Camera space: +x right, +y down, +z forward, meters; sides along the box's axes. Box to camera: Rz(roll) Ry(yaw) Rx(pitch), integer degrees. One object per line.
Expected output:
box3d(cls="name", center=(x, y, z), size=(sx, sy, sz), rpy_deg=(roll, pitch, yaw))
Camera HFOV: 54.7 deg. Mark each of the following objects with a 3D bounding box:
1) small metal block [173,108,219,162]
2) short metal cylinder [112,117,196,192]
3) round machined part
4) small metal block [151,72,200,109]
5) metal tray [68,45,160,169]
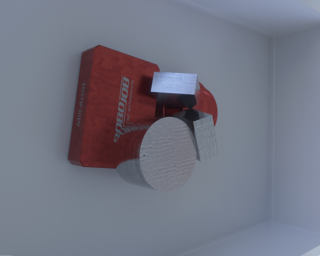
box3d(cls="small metal block", center=(0.043, 0.007, 0.375), size=(0.025, 0.050, 0.050), rpy_deg=(-19, 110, -20))
box3d(cls="short metal cylinder", center=(-0.005, 0.028, 0.347), size=(0.081, 0.050, 0.079), rpy_deg=(0, 90, -40))
box3d(cls="round machined part", center=(0.043, -0.021, 0.431), size=(0.099, 0.042, 0.097), rpy_deg=(0, 90, -40))
box3d(cls="small metal block", center=(0.021, -0.045, 0.374), size=(0.050, 0.050, 0.025), rpy_deg=(54, 43, -71))
box3d(cls="metal tray", center=(-0.050, -0.019, 0.358), size=(0.091, 0.030, 0.129), rpy_deg=(10, 84, -40))
